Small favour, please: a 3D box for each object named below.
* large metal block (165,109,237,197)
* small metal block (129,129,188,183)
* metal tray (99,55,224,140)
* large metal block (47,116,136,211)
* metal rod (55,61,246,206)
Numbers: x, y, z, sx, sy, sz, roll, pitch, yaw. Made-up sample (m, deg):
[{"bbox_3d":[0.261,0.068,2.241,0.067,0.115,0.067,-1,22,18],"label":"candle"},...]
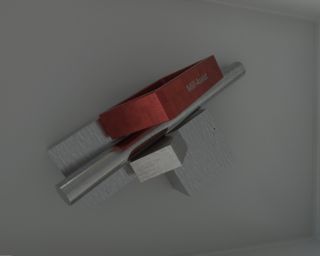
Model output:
[{"bbox_3d":[0.040,0.031,0.412,0.080,0.050,0.080,-35,102,-17],"label":"large metal block"},{"bbox_3d":[0.000,0.030,0.345,0.050,0.050,0.025,-25,101,19],"label":"small metal block"},{"bbox_3d":[0.006,-0.037,0.349,0.131,0.090,0.030,-40,107,-49],"label":"metal tray"},{"bbox_3d":[-0.075,0.036,0.367,0.080,0.050,0.080,-35,102,-17],"label":"large metal block"},{"bbox_3d":[0.011,-0.011,0.375,0.302,0.025,0.025,-36,102,-32],"label":"metal rod"}]
